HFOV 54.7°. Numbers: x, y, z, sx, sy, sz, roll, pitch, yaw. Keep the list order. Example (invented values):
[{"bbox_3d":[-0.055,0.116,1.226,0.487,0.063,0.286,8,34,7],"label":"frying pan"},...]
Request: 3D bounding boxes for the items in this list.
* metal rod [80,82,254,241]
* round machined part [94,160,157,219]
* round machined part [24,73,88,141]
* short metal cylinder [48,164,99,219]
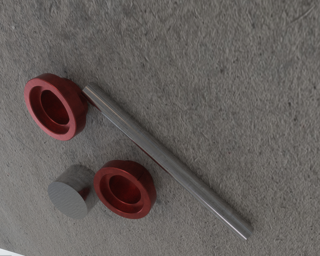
[{"bbox_3d":[0.011,0.046,0.429,0.300,0.025,0.025,42,129,-1],"label":"metal rod"},{"bbox_3d":[-0.049,0.089,0.477,0.098,0.042,0.097,13,124,21],"label":"round machined part"},{"bbox_3d":[-0.143,-0.033,0.446,0.098,0.042,0.097,18,129,25],"label":"round machined part"},{"bbox_3d":[-0.144,0.110,0.534,0.080,0.050,0.079,13,124,21],"label":"short metal cylinder"}]
